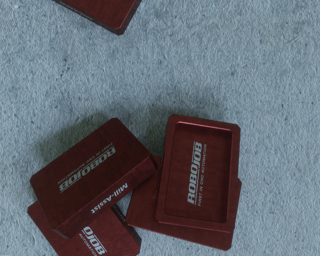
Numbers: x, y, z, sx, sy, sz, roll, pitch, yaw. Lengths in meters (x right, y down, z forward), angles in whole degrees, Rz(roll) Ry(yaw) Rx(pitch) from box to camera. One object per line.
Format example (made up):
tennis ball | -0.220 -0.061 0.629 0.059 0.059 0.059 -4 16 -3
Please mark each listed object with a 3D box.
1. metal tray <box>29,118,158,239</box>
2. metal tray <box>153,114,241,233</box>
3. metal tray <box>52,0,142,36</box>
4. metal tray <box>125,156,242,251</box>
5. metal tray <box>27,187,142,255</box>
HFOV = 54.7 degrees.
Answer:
metal tray | -0.079 0.054 0.368 0.130 0.030 0.090 -37 47 -11
metal tray | 0.046 0.054 0.376 0.091 0.030 0.130 9 71 -3
metal tray | -0.088 -0.193 0.406 0.130 0.030 0.090 28 90 0
metal tray | 0.030 0.094 0.394 0.131 0.030 0.090 15 71 0
metal tray | -0.096 0.130 0.407 0.090 0.030 0.130 -36 90 0
